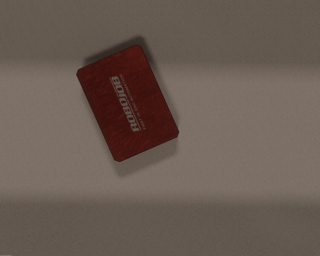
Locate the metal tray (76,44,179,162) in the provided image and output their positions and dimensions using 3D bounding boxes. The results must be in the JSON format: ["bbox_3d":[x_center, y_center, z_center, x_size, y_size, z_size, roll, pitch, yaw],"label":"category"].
[{"bbox_3d":[-0.041,-0.032,0.408,0.090,0.030,0.129,-24,90,-1],"label":"metal tray"}]
